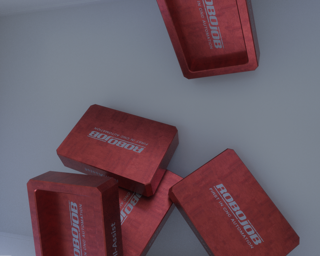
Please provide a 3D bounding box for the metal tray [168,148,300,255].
[{"bbox_3d":[0.082,0.100,0.355,0.090,0.030,0.130,-32,78,-16],"label":"metal tray"}]

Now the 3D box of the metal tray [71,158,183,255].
[{"bbox_3d":[-0.038,0.099,0.380,0.090,0.030,0.130,26,58,18],"label":"metal tray"}]

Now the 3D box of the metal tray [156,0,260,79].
[{"bbox_3d":[0.054,-0.120,0.342,0.090,0.030,0.130,-4,131,26],"label":"metal tray"}]

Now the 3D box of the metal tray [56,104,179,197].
[{"bbox_3d":[-0.052,0.024,0.397,0.130,0.030,0.090,16,54,19],"label":"metal tray"}]

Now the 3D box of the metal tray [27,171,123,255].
[{"bbox_3d":[-0.086,0.114,0.319,0.090,0.030,0.129,1,101,23],"label":"metal tray"}]
